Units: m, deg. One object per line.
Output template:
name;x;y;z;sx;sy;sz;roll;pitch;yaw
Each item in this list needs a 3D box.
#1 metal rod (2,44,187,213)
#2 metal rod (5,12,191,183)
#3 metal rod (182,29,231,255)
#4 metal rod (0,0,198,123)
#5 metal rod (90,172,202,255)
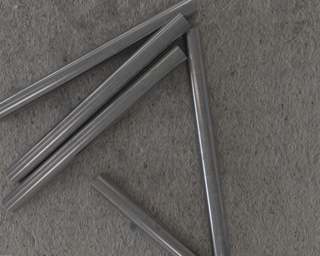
metal rod;-0.085;0.002;0.402;0.300;0.025;0.025;-42;90;2
metal rod;-0.081;-0.037;0.400;0.300;0.025;0.025;-42;90;3
metal rod;0.061;0.020;0.410;0.025;0.025;0.298;-8;90;0
metal rod;-0.088;-0.090;0.409;0.301;0.025;0.025;-29;90;0
metal rod;0.030;0.165;0.410;0.300;0.025;0.025;40;90;0
